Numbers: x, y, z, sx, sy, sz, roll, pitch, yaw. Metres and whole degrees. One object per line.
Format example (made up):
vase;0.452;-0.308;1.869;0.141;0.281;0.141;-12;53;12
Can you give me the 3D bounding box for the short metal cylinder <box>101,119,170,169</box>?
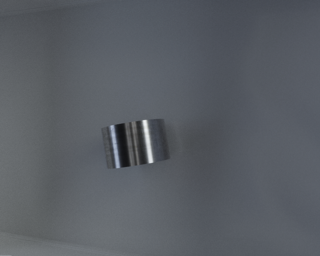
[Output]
short metal cylinder;-0.030;0.020;0.391;0.080;0.080;0.050;-10;87;19
